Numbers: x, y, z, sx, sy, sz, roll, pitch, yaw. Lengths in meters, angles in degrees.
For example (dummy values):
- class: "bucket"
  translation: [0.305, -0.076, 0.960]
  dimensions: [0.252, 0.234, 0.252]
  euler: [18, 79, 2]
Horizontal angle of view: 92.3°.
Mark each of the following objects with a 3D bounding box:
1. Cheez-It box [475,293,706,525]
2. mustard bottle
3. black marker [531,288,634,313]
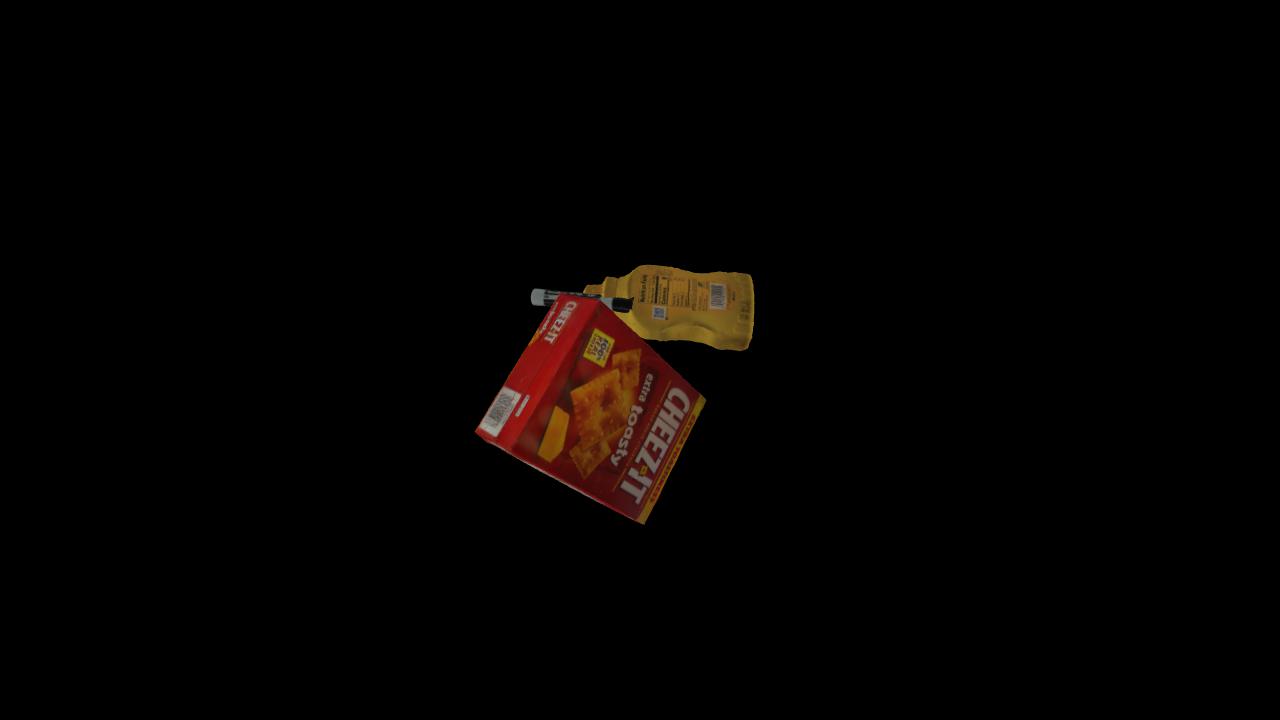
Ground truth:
- class: "Cheez-It box"
  translation: [-0.038, 0.058, 0.652]
  dimensions: [0.071, 0.166, 0.223]
  euler: [17, -18, 44]
- class: "mustard bottle"
  translation: [0.029, -0.063, 0.671]
  dimensions: [0.184, 0.092, 0.054]
  euler: [6, -24, -2]
- class: "black marker"
  translation: [-0.058, -0.063, 0.662]
  dimensions: [0.121, 0.020, 0.020]
  euler: [6, 2, 14]
